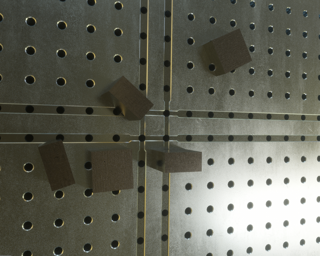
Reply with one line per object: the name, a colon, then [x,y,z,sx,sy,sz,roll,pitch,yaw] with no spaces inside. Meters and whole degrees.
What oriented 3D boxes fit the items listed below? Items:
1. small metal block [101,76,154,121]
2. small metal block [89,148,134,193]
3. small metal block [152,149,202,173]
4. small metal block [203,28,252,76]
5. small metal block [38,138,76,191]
small metal block: [-0.041,-0.035,0.385,0.050,0.050,0.025,43,77,-15]
small metal block: [-0.062,0.052,0.391,0.050,0.025,0.050,-3,91,-20]
small metal block: [0.021,0.042,0.408,0.050,0.050,0.025,1,90,-20]
small metal block: [0.099,-0.109,0.450,0.050,0.025,0.050,-28,100,-18]
small metal block: [-0.119,0.040,0.356,0.025,0.050,0.050,-17,96,-19]
